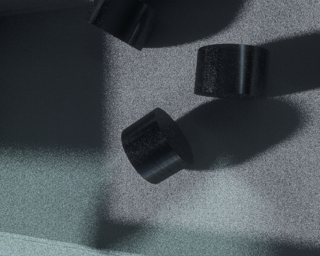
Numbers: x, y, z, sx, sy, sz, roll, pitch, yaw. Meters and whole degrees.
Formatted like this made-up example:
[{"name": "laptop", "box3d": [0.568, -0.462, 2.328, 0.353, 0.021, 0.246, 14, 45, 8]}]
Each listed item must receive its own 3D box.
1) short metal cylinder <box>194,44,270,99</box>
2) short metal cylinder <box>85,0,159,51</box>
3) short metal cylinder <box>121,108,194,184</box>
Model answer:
[{"name": "short metal cylinder", "box3d": [0.081, -0.061, 0.352, 0.080, 0.080, 0.050, 6, 92, 19]}, {"name": "short metal cylinder", "box3d": [-0.048, -0.141, 0.397, 0.080, 0.080, 0.050, 32, 100, 17]}, {"name": "short metal cylinder", "box3d": [-0.002, 0.022, 0.381, 0.050, 0.080, 0.080, -33, 80, 17]}]
